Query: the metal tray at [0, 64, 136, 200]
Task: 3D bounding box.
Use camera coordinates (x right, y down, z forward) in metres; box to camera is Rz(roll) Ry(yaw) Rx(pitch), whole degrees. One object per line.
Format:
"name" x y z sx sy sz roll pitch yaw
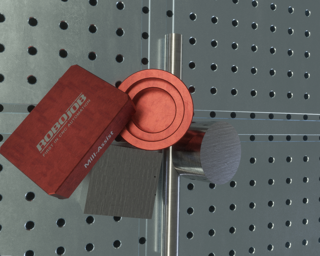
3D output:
"metal tray" -0.101 0.001 0.347 0.090 0.030 0.130 32 77 22

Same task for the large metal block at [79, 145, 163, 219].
"large metal block" -0.049 0.062 0.381 0.081 0.050 0.080 11 86 -20

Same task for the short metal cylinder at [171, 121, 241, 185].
"short metal cylinder" 0.062 0.031 0.408 0.081 0.050 0.079 0 91 -40

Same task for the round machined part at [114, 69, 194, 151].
"round machined part" -0.008 -0.021 0.387 0.099 0.042 0.097 0 89 5

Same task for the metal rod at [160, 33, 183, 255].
"metal rod" 0.016 0.024 0.419 0.025 0.025 0.298 1 90 -20
